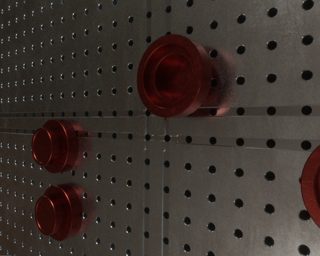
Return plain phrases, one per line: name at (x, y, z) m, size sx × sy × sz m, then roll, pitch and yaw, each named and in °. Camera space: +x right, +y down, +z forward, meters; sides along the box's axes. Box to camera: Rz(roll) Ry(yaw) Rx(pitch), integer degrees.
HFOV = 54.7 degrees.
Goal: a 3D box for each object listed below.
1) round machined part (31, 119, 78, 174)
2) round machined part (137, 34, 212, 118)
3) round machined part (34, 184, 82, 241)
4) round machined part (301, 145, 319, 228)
round machined part at (-0.194, 0.033, 0.555) m, size 0.098 × 0.042 × 0.097 m, roll 0°, pitch 90°, yaw 39°
round machined part at (0.021, -0.061, 0.379) m, size 0.098 × 0.042 × 0.097 m, roll 0°, pitch 90°, yaw 39°
round machined part at (-0.185, 0.151, 0.548) m, size 0.098 × 0.042 × 0.097 m, roll 0°, pitch 90°, yaw 39°
round machined part at (0.174, 0.049, 0.255) m, size 0.098 × 0.042 × 0.097 m, roll 0°, pitch 90°, yaw 39°
